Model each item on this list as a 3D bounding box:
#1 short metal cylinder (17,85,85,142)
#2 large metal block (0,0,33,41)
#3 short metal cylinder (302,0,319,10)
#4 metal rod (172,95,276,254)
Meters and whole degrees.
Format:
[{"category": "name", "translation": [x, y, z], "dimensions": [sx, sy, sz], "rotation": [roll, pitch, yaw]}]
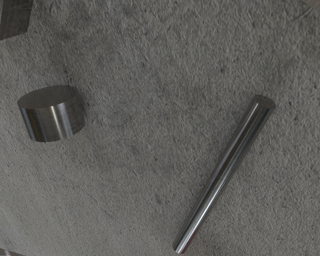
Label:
[{"category": "short metal cylinder", "translation": [-0.151, -0.022, 0.437], "dimensions": [0.080, 0.080, 0.050], "rotation": [8, 122, 24]}, {"category": "large metal block", "translation": [-0.213, -0.173, 0.396], "dimensions": [0.080, 0.050, 0.080], "rotation": [37, 129, 3]}, {"category": "short metal cylinder", "translation": [0.141, -0.133, 0.234], "dimensions": [0.080, 0.050, 0.079], "rotation": [13, 124, 21]}, {"category": "metal rod", "translation": [0.072, 0.084, 0.420], "dimensions": [0.025, 0.025, 0.298], "rotation": [28, 128, 11]}]
